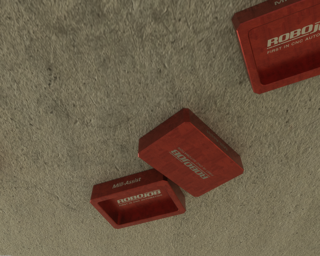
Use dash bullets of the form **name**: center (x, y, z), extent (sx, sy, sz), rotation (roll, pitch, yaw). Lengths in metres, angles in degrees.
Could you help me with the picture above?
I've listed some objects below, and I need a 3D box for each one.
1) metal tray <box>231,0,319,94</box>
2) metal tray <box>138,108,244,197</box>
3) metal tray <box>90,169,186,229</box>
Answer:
- **metal tray**: center (0.151, -0.096, 0.322), extent (0.130, 0.030, 0.090), rotation (-18, 128, 14)
- **metal tray**: center (0.045, 0.040, 0.438), extent (0.090, 0.030, 0.130), rotation (-35, 122, 26)
- **metal tray**: center (-0.034, 0.116, 0.501), extent (0.130, 0.030, 0.090), rotation (-18, 128, 14)
